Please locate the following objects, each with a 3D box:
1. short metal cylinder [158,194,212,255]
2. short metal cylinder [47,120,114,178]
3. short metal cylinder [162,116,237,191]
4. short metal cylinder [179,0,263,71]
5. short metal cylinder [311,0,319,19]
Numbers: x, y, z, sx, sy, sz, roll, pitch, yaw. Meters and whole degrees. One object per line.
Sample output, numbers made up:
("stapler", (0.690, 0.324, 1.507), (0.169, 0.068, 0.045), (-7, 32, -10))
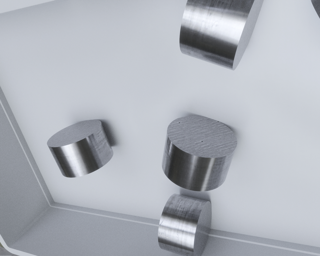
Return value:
("short metal cylinder", (0.037, 0.138, 0.439), (0.050, 0.080, 0.079), (8, 122, 24))
("short metal cylinder", (-0.115, 0.028, 0.451), (0.080, 0.080, 0.050), (-4, 116, 30))
("short metal cylinder", (0.045, 0.028, 0.367), (0.080, 0.080, 0.050), (20, 126, 16))
("short metal cylinder", (0.057, -0.099, 0.282), (0.050, 0.080, 0.079), (22, 127, 15))
("short metal cylinder", (0.161, -0.085, 0.235), (0.050, 0.080, 0.080), (-34, 99, 38))
